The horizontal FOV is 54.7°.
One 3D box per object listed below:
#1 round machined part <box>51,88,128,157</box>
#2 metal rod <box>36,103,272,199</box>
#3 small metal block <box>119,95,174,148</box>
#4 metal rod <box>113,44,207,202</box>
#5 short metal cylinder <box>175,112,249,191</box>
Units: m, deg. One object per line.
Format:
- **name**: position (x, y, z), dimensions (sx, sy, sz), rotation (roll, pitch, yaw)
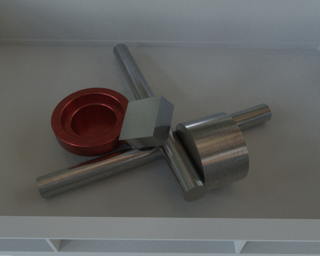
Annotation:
- **round machined part**: position (-0.083, -0.003, 0.394), dimensions (0.099, 0.042, 0.098), rotation (0, 50, 0)
- **metal rod**: position (0.005, 0.023, 0.384), dimensions (0.302, 0.025, 0.025), rotation (-18, 53, -15)
- **small metal block**: position (-0.015, -0.006, 0.355), dimensions (0.050, 0.025, 0.050), rotation (-8, 60, 37)
- **metal rod**: position (-0.015, -0.032, 0.406), dimensions (0.025, 0.025, 0.300), rotation (-15, 45, -13)
- **short metal cylinder**: position (0.055, 0.027, 0.346), dimensions (0.050, 0.080, 0.080), rotation (-15, 52, -13)
